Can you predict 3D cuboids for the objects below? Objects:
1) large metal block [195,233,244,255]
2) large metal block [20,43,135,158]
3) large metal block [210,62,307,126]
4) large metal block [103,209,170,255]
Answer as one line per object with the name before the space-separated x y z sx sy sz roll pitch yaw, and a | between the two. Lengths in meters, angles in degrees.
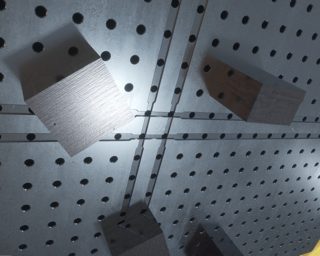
large metal block | 0.116 0.264 0.601 0.050 0.080 0.080 11 113 -33
large metal block | -0.085 -0.029 0.330 0.080 0.050 0.080 -32 129 -7
large metal block | 0.130 -0.046 0.417 0.081 0.080 0.050 3 117 -30
large metal block | -0.034 0.189 0.493 0.080 0.050 0.080 -23 127 -14
